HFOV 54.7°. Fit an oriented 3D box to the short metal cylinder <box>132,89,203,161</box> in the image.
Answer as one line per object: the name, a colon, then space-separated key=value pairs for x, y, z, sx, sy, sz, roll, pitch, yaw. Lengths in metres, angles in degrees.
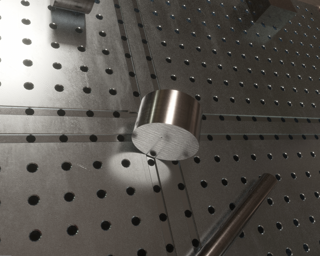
short metal cylinder: x=0.010 y=-0.002 z=0.381 sx=0.080 sy=0.080 sz=0.050 roll=22 pitch=53 yaw=-15

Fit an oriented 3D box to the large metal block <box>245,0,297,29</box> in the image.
large metal block: x=0.249 y=-0.278 z=0.699 sx=0.081 sy=0.050 sz=0.080 roll=3 pitch=61 yaw=-27

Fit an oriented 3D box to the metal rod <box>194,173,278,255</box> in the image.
metal rod: x=0.060 y=0.142 z=0.355 sx=0.302 sy=0.025 sz=0.025 roll=-34 pitch=81 yaw=-38

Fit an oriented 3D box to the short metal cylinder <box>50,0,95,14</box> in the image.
short metal cylinder: x=-0.122 y=-0.206 z=0.434 sx=0.050 sy=0.080 sz=0.080 roll=3 pitch=61 yaw=-27
